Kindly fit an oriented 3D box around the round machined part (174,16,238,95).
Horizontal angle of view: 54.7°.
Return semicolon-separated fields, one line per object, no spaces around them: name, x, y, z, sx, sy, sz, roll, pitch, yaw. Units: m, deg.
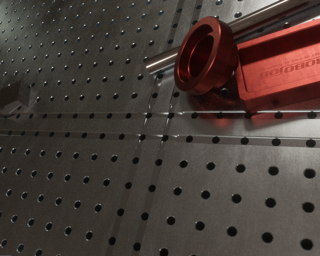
round machined part;0.062;-0.088;0.399;0.098;0.042;0.098;-40;42;49

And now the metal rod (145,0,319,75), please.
metal rod;0.118;-0.143;0.433;0.301;0.025;0.025;-21;54;15

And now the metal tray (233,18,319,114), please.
metal tray;0.156;-0.076;0.368;0.130;0.030;0.090;-14;56;19

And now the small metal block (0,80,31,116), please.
small metal block;-0.275;-0.056;0.584;0.050;0.025;0.050;-19;54;16
